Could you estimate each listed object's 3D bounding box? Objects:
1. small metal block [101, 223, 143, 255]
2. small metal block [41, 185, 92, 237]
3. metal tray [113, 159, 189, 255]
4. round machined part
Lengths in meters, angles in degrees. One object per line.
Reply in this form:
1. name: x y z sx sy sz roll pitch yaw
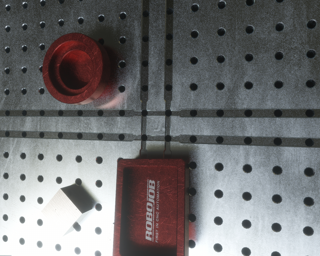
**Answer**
1. small metal block: -0.047 0.162 0.428 0.050 0.025 0.050 22 97 18
2. small metal block: -0.139 0.122 0.460 0.050 0.025 0.050 44 103 14
3. metal tray: -0.010 0.105 0.395 0.090 0.030 0.129 -2 78 15
4. round machined part: -0.114 -0.082 0.442 0.098 0.042 0.097 0 90 19
